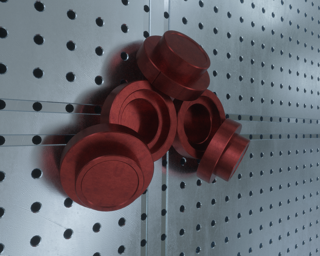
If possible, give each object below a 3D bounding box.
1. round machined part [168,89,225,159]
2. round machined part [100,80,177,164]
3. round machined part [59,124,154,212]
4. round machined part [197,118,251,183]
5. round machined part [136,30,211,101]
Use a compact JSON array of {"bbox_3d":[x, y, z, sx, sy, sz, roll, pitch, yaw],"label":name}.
[{"bbox_3d":[0.046,-0.006,0.439,0.099,0.042,0.097,0,90,-40],"label":"round machined part"},{"bbox_3d":[-0.029,-0.007,0.374,0.099,0.042,0.097,0,90,-40],"label":"round machined part"},{"bbox_3d":[-0.054,0.048,0.324,0.099,0.042,0.097,-6,116,-13],"label":"round machined part"},{"bbox_3d":[0.096,0.038,0.446,0.098,0.042,0.098,-50,158,-29],"label":"round machined part"},{"bbox_3d":[0.023,-0.083,0.386,0.099,0.042,0.098,23,40,-21],"label":"round machined part"}]
